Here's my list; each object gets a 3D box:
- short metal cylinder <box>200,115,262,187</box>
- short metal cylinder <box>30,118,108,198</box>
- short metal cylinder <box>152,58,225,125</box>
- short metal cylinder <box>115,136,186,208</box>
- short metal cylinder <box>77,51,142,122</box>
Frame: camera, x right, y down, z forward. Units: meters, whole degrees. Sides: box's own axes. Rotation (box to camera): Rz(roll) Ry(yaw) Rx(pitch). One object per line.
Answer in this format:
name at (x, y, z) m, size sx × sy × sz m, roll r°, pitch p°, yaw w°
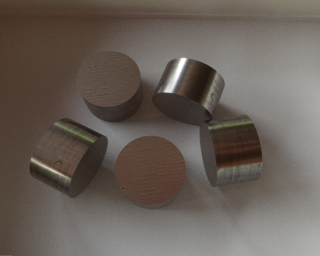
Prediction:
short metal cylinder at (0.081, 0.027, 0.370) m, size 0.050 × 0.080 × 0.080 m, roll -8°, pitch 70°, yaw -3°
short metal cylinder at (-0.104, 0.034, 0.364) m, size 0.050 × 0.080 × 0.080 m, roll 26°, pitch 72°, yaw 9°
short metal cylinder at (0.036, -0.044, 0.397) m, size 0.080 × 0.080 × 0.050 m, roll 20°, pitch 71°, yaw 7°
short metal cylinder at (-0.011, 0.055, 0.374) m, size 0.081 × 0.050 × 0.080 m, roll 0°, pitch 70°, yaw 0°
short metal cylinder at (-0.065, -0.055, 0.414) m, size 0.081 × 0.050 × 0.080 m, roll 0°, pitch 70°, yaw 0°
